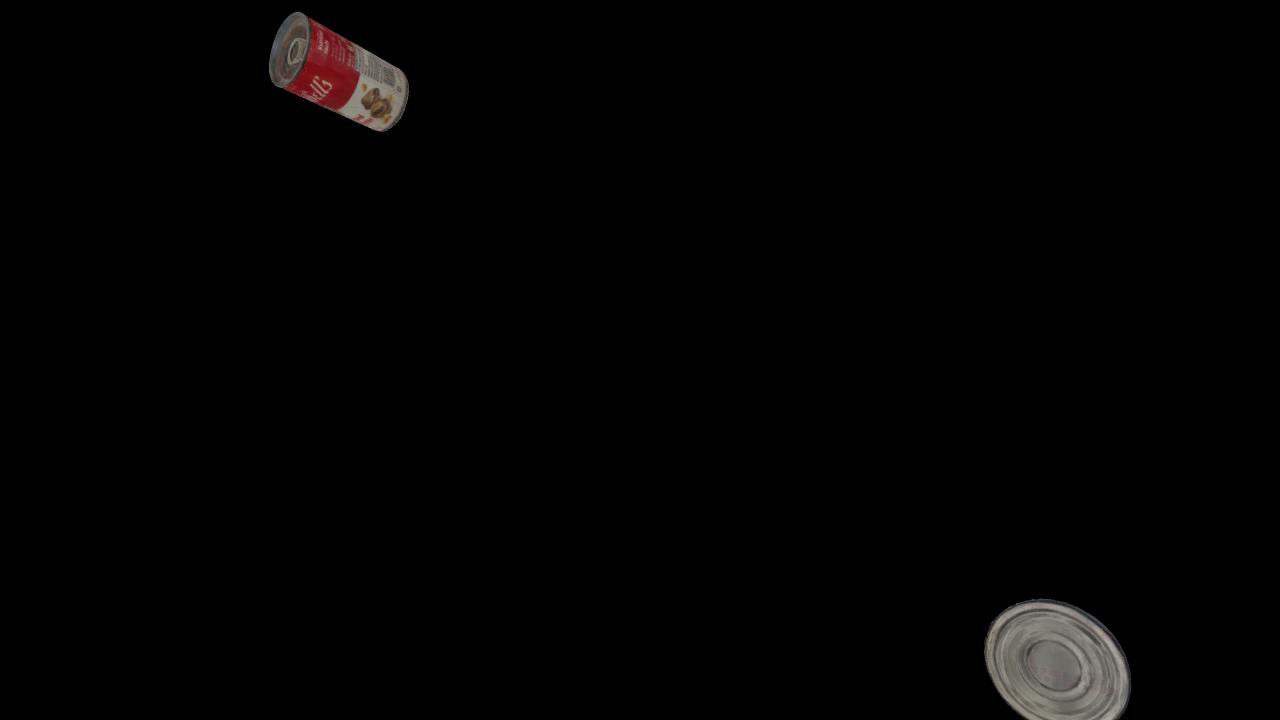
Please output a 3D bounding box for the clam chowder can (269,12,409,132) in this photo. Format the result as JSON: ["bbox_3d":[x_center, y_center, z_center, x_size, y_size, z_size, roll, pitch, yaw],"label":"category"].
[{"bbox_3d":[-0.283,-0.269,0.584,0.068,0.068,0.102,0,-6,34],"label":"clam chowder can"}]

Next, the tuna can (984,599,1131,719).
[{"bbox_3d":[0.286,0.210,0.425,0.084,0.084,0.034,0,-18,37],"label":"tuna can"}]
